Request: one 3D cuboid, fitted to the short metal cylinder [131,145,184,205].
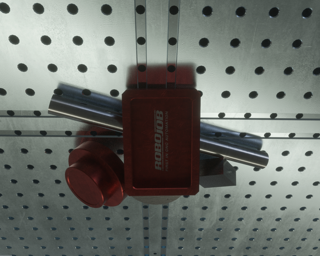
[{"bbox_3d":[-0.005,0.066,0.446,0.081,0.050,0.079,0,130,0],"label":"short metal cylinder"}]

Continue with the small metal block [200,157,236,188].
[{"bbox_3d":[0.078,0.066,0.449,0.050,0.025,0.050,-11,148,30],"label":"small metal block"}]

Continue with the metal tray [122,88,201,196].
[{"bbox_3d":[0.002,0.017,0.379,0.091,0.030,0.129,-1,101,-1],"label":"metal tray"}]

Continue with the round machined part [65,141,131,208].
[{"bbox_3d":[-0.090,0.070,0.424,0.098,0.042,0.097,20,130,26],"label":"round machined part"}]

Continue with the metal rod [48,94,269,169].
[{"bbox_3d":[0.008,0.009,0.414,0.302,0.025,0.025,15,129,-13],"label":"metal rod"}]
